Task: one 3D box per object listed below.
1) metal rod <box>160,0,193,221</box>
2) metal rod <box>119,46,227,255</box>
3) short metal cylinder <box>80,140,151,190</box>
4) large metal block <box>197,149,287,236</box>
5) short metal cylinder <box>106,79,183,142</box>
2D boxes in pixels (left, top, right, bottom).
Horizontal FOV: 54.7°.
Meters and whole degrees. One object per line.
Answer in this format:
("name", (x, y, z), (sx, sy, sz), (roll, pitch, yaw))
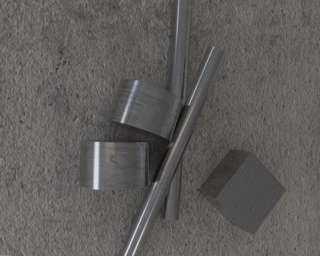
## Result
("metal rod", (0.023, -0.029, 0.417), (0.025, 0.025, 0.298), (4, 89, -20))
("metal rod", (0.013, 0.041, 0.390), (0.025, 0.025, 0.299), (23, 91, -19))
("short metal cylinder", (-0.052, 0.040, 0.361), (0.081, 0.080, 0.050), (1, 90, -20))
("large metal block", (0.116, 0.088, 0.439), (0.080, 0.050, 0.080), (45, 76, -15))
("short metal cylinder", (-0.018, -0.020, 0.373), (0.080, 0.080, 0.050), (20, 83, -19))
